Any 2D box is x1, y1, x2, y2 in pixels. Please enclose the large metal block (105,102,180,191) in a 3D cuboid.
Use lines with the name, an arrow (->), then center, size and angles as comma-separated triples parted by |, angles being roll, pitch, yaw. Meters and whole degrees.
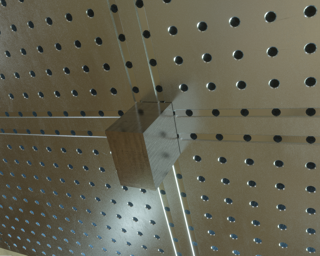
large metal block -> -0.018, 0.020, 0.395 | 0.050, 0.080, 0.079 | 3, 120, 26
